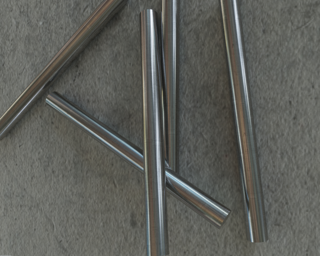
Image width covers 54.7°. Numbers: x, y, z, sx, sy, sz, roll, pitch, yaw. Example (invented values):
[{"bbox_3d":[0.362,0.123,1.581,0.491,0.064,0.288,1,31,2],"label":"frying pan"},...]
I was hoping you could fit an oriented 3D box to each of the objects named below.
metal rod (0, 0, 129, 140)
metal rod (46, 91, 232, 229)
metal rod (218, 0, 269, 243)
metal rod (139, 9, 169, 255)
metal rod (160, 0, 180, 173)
[{"bbox_3d":[-0.158,-0.088,0.463,0.299,0.025,0.025,-43,77,14],"label":"metal rod"},{"bbox_3d":[-0.044,0.029,0.404,0.300,0.025,0.025,32,100,24],"label":"metal rod"},{"bbox_3d":[0.099,-0.016,0.373,0.025,0.025,0.298,-7,88,19],"label":"metal rod"},{"bbox_3d":[-0.009,-0.008,0.373,0.025,0.025,0.299,-8,73,19],"label":"metal rod"},{"bbox_3d":[0.013,-0.083,0.403,0.025,0.025,0.298,0,90,19],"label":"metal rod"}]
